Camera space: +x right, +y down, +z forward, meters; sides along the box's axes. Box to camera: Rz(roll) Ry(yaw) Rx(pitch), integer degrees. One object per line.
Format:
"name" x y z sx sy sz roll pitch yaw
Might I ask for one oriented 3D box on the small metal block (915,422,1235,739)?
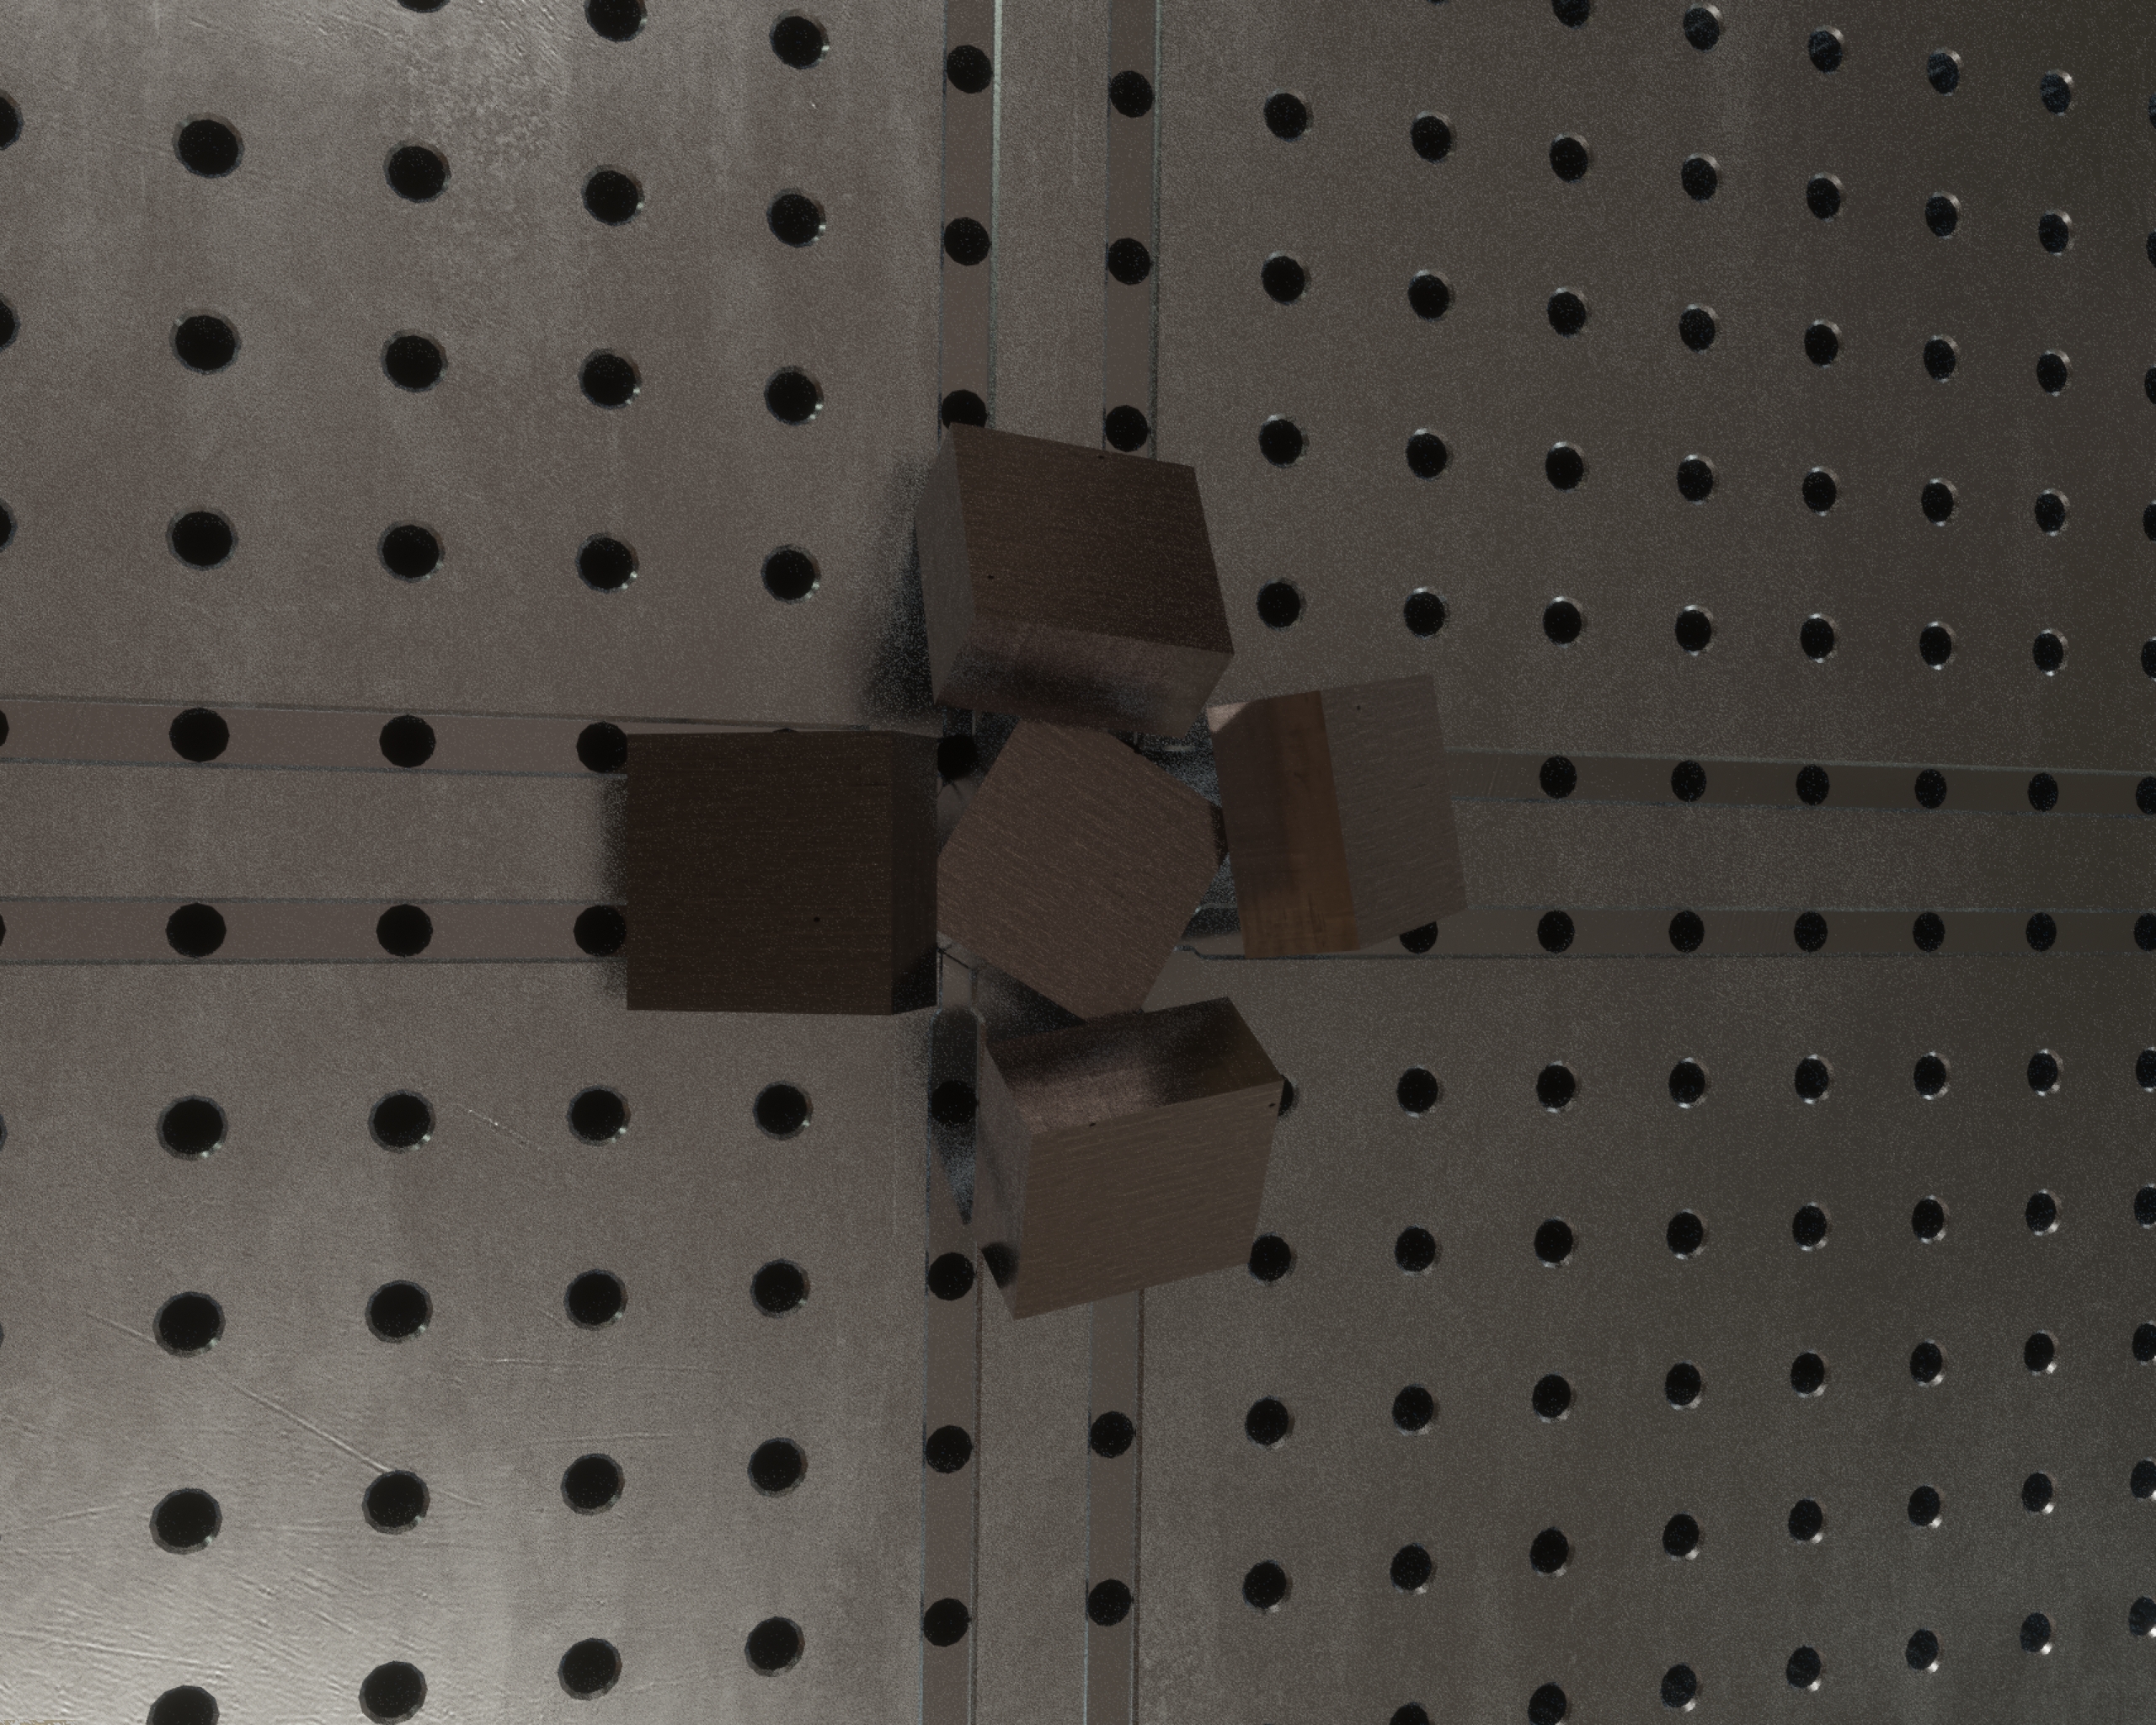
"small metal block" -0.002 -0.054 0.400 0.050 0.025 0.050 7 52 -20

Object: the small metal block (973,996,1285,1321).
"small metal block" 0.009 0.057 0.404 0.050 0.025 0.050 -10 129 -20

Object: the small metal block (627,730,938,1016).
"small metal block" -0.054 0.002 0.381 0.050 0.025 0.050 0 90 14

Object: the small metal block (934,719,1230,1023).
"small metal block" -0.004 0.001 0.412 0.050 0.025 0.050 33 79 -18

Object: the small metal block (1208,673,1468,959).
"small metal block" 0.053 -0.010 0.421 0.050 0.025 0.050 -14 96 -55
